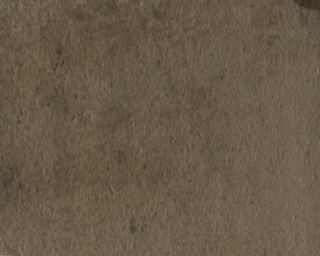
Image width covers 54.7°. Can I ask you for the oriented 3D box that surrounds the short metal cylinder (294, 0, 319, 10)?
[{"bbox_3d":[0.251,-0.225,0.474,0.081,0.080,0.050,14,86,-20],"label":"short metal cylinder"}]
